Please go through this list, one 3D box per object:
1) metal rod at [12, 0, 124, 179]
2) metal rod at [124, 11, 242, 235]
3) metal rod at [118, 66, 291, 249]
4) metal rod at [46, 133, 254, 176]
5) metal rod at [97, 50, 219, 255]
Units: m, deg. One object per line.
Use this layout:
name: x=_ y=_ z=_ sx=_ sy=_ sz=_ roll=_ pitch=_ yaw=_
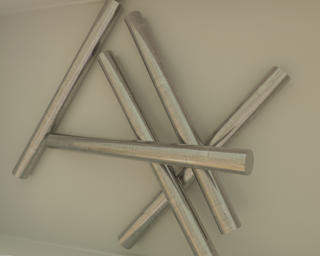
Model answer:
metal rod: x=-0.140 y=-0.051 z=0.458 sx=0.025 sy=0.025 sz=0.299 roll=36 pitch=101 yaw=16
metal rod: x=0.021 y=-0.019 z=0.382 sx=0.025 sy=0.025 sz=0.299 roll=-29 pitch=74 yaw=17
metal rod: x=0.047 y=0.046 z=0.393 sx=0.025 sy=0.025 sz=0.299 roll=44 pitch=103 yaw=14
metal rod: x=-0.038 y=0.026 z=0.380 sx=0.300 sy=0.025 sz=0.025 roll=3 pitch=91 yaw=35
metal rod: x=-0.010 y=0.025 z=0.393 sx=0.025 sy=0.025 sz=0.299 roll=-33 pitch=72 yaw=17
